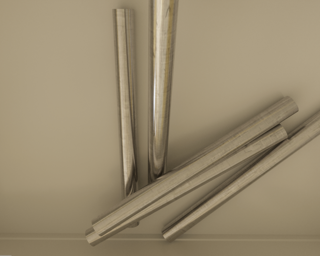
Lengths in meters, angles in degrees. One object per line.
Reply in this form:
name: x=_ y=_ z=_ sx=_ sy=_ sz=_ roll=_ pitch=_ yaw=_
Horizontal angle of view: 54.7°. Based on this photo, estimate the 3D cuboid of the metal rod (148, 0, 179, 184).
metal rod: x=0.000 y=-0.026 z=0.337 sx=0.025 sy=0.025 sz=0.298 roll=1 pitch=135 yaw=-1

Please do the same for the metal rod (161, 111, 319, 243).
metal rod: x=0.122 y=0.069 z=0.438 sx=0.300 sy=0.025 sz=0.025 roll=-40 pitch=106 yaw=13

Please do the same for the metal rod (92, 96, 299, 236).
metal rod: x=0.045 y=0.049 z=0.403 sx=0.301 sy=0.025 sz=0.025 roll=-32 pitch=108 yaw=0

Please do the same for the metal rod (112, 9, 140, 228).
metal rod: x=-0.043 y=0.002 z=0.411 sx=0.025 sy=0.025 sz=0.298 roll=0 pitch=110 yaw=-1

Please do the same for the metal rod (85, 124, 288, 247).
metal rod: x=0.034 y=0.078 z=0.423 sx=0.301 sy=0.025 sz=0.025 roll=-30 pitch=108 yaw=3
